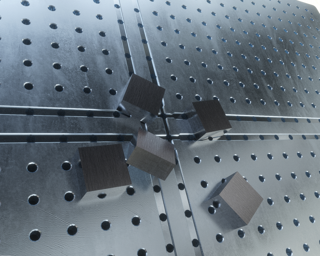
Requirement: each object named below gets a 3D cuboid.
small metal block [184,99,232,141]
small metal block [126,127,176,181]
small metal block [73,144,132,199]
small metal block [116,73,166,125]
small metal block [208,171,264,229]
[{"bbox_3d":[0.070,-0.013,0.456,0.050,0.025,0.050,-9,67,-33],"label":"small metal block"},{"bbox_3d":[-0.010,0.030,0.372,0.050,0.025,0.050,27,22,-12],"label":"small metal block"},{"bbox_3d":[-0.065,0.047,0.346,0.050,0.025,0.050,-4,64,-30],"label":"small metal block"},{"bbox_3d":[-0.025,-0.039,0.420,0.050,0.025,0.050,25,53,-13],"label":"small metal block"},{"bbox_3d":[0.100,0.094,0.407,0.050,0.025,0.050,47,51,4],"label":"small metal block"}]
